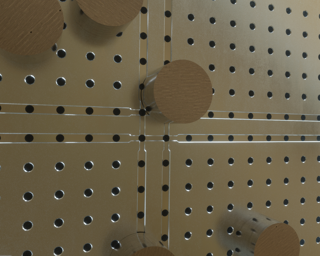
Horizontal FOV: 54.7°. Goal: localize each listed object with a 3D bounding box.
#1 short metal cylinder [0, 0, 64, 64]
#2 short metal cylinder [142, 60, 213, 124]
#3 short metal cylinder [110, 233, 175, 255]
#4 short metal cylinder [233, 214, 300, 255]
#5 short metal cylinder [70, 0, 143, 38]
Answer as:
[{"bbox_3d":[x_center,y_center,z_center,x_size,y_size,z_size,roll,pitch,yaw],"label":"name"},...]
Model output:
[{"bbox_3d":[-0.150,-0.115,0.344,0.081,0.050,0.079,0,90,-20],"label":"short metal cylinder"},{"bbox_3d":[0.022,-0.045,0.408,0.081,0.050,0.079,0,90,-21],"label":"short metal cylinder"},{"bbox_3d":[-0.021,0.181,0.393,0.081,0.050,0.079,0,90,-21],"label":"short metal cylinder"},{"bbox_3d":[0.157,0.174,0.460,0.081,0.050,0.079,0,90,-21],"label":"short metal cylinder"},{"bbox_3d":[-0.066,-0.156,0.375,0.081,0.050,0.079,0,90,-20],"label":"short metal cylinder"}]
